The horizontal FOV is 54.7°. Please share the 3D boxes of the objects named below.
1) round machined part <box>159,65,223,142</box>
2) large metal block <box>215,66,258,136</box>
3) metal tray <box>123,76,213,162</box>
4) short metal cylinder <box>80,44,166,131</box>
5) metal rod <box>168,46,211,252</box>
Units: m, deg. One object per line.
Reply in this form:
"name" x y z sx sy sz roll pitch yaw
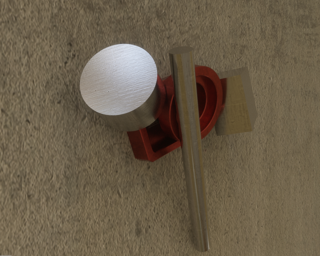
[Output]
"round machined part" 0.033 -0.032 0.393 0.099 0.042 0.097 -19 118 -39
"large metal block" 0.109 -0.042 0.462 0.080 0.050 0.080 -41 118 -61
"metal tray" 0.013 -0.021 0.416 0.131 0.030 0.089 -26 107 -37
"short metal cylinder" -0.037 -0.042 0.332 0.050 0.080 0.080 60 46 -68
"metal rod" 0.042 0.048 0.387 0.025 0.025 0.298 -34 128 -35
